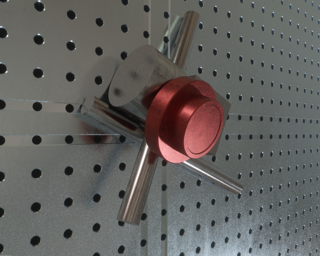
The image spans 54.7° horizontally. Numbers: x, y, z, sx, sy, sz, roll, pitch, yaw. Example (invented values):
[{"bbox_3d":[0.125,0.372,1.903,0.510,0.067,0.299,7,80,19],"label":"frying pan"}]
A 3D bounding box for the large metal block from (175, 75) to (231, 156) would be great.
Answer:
[{"bbox_3d":[0.045,-0.015,0.428,0.080,0.050,0.080,32,70,-36],"label":"large metal block"}]

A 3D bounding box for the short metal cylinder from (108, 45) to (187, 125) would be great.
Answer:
[{"bbox_3d":[-0.015,-0.049,0.362,0.050,0.080,0.080,32,70,-36],"label":"short metal cylinder"}]

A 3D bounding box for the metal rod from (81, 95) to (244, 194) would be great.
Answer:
[{"bbox_3d":[0.025,0.037,0.431,0.301,0.025,0.025,31,71,-36],"label":"metal rod"}]

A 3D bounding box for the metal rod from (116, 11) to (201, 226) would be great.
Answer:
[{"bbox_3d":[0.006,-0.030,0.391,0.025,0.025,0.300,35,61,-35],"label":"metal rod"}]

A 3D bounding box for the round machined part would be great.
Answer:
[{"bbox_3d":[0.034,-0.005,0.343,0.099,0.042,0.097,-24,127,-37],"label":"round machined part"}]
